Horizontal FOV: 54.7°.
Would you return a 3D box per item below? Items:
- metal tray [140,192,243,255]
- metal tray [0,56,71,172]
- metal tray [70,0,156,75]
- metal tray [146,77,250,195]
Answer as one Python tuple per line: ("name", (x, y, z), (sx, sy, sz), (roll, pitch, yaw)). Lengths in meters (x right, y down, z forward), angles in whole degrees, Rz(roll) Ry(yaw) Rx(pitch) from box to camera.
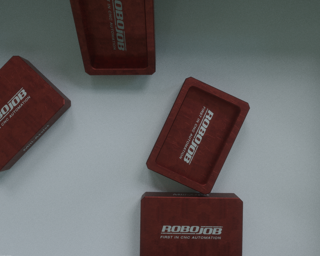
("metal tray", (0.040, 0.133, 0.409), (0.131, 0.030, 0.089), (1, 90, 0))
("metal tray", (-0.196, -0.018, 0.407), (0.090, 0.030, 0.130), (44, 90, 0))
("metal tray", (-0.052, -0.125, 0.367), (0.091, 0.030, 0.129), (0, 134, 1))
("metal tray", (0.049, 0.010, 0.409), (0.090, 0.030, 0.129), (25, 90, 0))
